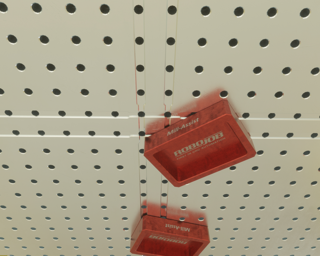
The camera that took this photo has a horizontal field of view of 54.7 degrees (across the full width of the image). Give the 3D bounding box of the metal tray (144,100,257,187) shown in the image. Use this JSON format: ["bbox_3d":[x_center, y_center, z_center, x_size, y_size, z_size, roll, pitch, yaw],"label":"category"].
[{"bbox_3d":[0.054,0.027,0.431,0.130,0.030,0.090,-26,126,20],"label":"metal tray"}]

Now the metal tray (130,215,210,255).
[{"bbox_3d":[0.018,0.214,0.590,0.131,0.030,0.089,15,129,-13],"label":"metal tray"}]
